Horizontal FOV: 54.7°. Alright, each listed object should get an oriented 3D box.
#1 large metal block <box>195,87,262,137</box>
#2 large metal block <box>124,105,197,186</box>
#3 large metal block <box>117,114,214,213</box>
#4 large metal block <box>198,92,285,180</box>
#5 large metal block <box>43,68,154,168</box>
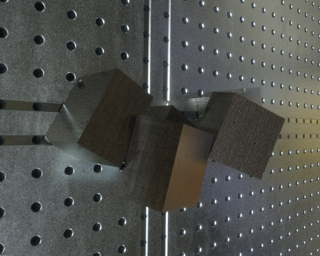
[{"bbox_3d":[0.107,-0.014,0.465,0.050,0.080,0.079,-21,104,-38],"label":"large metal block"},{"bbox_3d":[0.008,0.027,0.401,0.080,0.050,0.080,39,66,-33],"label":"large metal block"},{"bbox_3d":[0.009,0.036,0.317,0.080,0.050,0.080,17,86,-60],"label":"large metal block"},{"bbox_3d":[0.094,0.008,0.384,0.080,0.050,0.080,23,88,-22],"label":"large metal block"},{"bbox_3d":[-0.064,-0.010,0.320,0.050,0.080,0.080,37,67,-34],"label":"large metal block"}]
